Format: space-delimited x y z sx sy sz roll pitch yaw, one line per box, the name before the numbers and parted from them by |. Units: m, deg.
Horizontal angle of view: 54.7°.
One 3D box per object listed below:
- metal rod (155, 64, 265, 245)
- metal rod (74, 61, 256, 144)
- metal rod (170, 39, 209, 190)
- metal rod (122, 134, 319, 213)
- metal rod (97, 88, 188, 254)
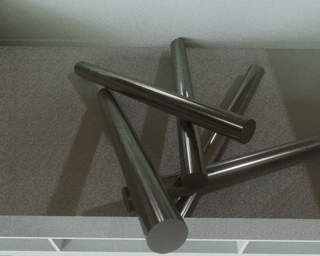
metal rod | 0.077 0.012 0.394 0.025 0.025 0.301 23 54 18
metal rod | -0.021 -0.044 0.384 0.025 0.025 0.300 -38 42 -27
metal rod | 0.031 -0.044 0.406 0.025 0.025 0.300 0 39 0
metal rod | 0.106 0.040 0.349 0.302 0.025 0.025 -12 51 -19
metal rod | -0.037 0.008 0.312 0.025 0.025 0.300 -14 25 -11
